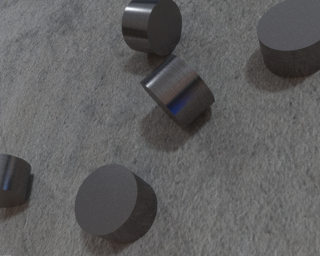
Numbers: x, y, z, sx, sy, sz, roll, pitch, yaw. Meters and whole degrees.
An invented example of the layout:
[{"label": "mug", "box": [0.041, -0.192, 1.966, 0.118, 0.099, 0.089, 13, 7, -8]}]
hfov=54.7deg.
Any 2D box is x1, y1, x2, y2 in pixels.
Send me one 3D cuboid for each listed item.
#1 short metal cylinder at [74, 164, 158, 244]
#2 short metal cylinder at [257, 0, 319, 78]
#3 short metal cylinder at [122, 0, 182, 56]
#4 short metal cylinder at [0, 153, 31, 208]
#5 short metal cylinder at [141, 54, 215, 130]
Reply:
[{"label": "short metal cylinder", "box": [-0.050, 0.088, 0.359, 0.080, 0.050, 0.080, -13, 56, 20]}, {"label": "short metal cylinder", "box": [0.161, -0.107, 0.369, 0.080, 0.050, 0.080, -13, 56, 20]}, {"label": "short metal cylinder", "box": [-0.011, -0.153, 0.467, 0.050, 0.080, 0.080, 20, 72, 35]}, {"label": "short metal cylinder", "box": [-0.230, 0.076, 0.440, 0.080, 0.080, 0.050, -16, 56, 19]}, {"label": "short metal cylinder", "box": [0.021, -0.044, 0.383, 0.050, 0.080, 0.080, -43, 51, -1]}]
